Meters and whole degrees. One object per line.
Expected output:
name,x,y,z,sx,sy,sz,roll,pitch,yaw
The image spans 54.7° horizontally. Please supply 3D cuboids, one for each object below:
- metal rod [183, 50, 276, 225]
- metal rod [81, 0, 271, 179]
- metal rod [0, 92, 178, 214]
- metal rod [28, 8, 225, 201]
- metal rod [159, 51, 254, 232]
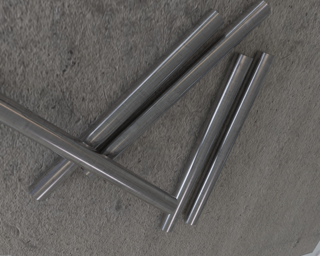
metal rod,0.099,0.028,0.477,0.025,0.025,0.298,6,116,-31
metal rod,0.018,-0.047,0.387,0.300,0.025,0.025,-43,129,1
metal rod,-0.091,0.026,0.342,0.301,0.025,0.025,36,98,-29
metal rod,-0.041,-0.026,0.368,0.300,0.025,0.025,-44,129,2
metal rod,0.061,0.034,0.460,0.025,0.025,0.298,8,115,-32
